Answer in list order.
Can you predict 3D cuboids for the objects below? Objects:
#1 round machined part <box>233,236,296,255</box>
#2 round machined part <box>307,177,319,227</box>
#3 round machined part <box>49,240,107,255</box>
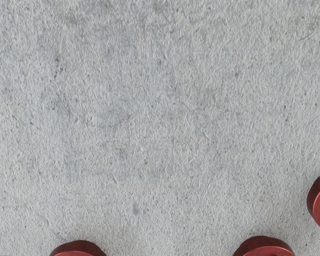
[{"bbox_3d":[0.158,0.207,0.478,0.099,0.042,0.097,0,110,0],"label":"round machined part"},{"bbox_3d":[0.257,0.098,0.439,0.099,0.042,0.097,0,110,0],"label":"round machined part"},{"bbox_3d":[-0.124,0.214,0.478,0.099,0.042,0.097,0,110,0],"label":"round machined part"}]
